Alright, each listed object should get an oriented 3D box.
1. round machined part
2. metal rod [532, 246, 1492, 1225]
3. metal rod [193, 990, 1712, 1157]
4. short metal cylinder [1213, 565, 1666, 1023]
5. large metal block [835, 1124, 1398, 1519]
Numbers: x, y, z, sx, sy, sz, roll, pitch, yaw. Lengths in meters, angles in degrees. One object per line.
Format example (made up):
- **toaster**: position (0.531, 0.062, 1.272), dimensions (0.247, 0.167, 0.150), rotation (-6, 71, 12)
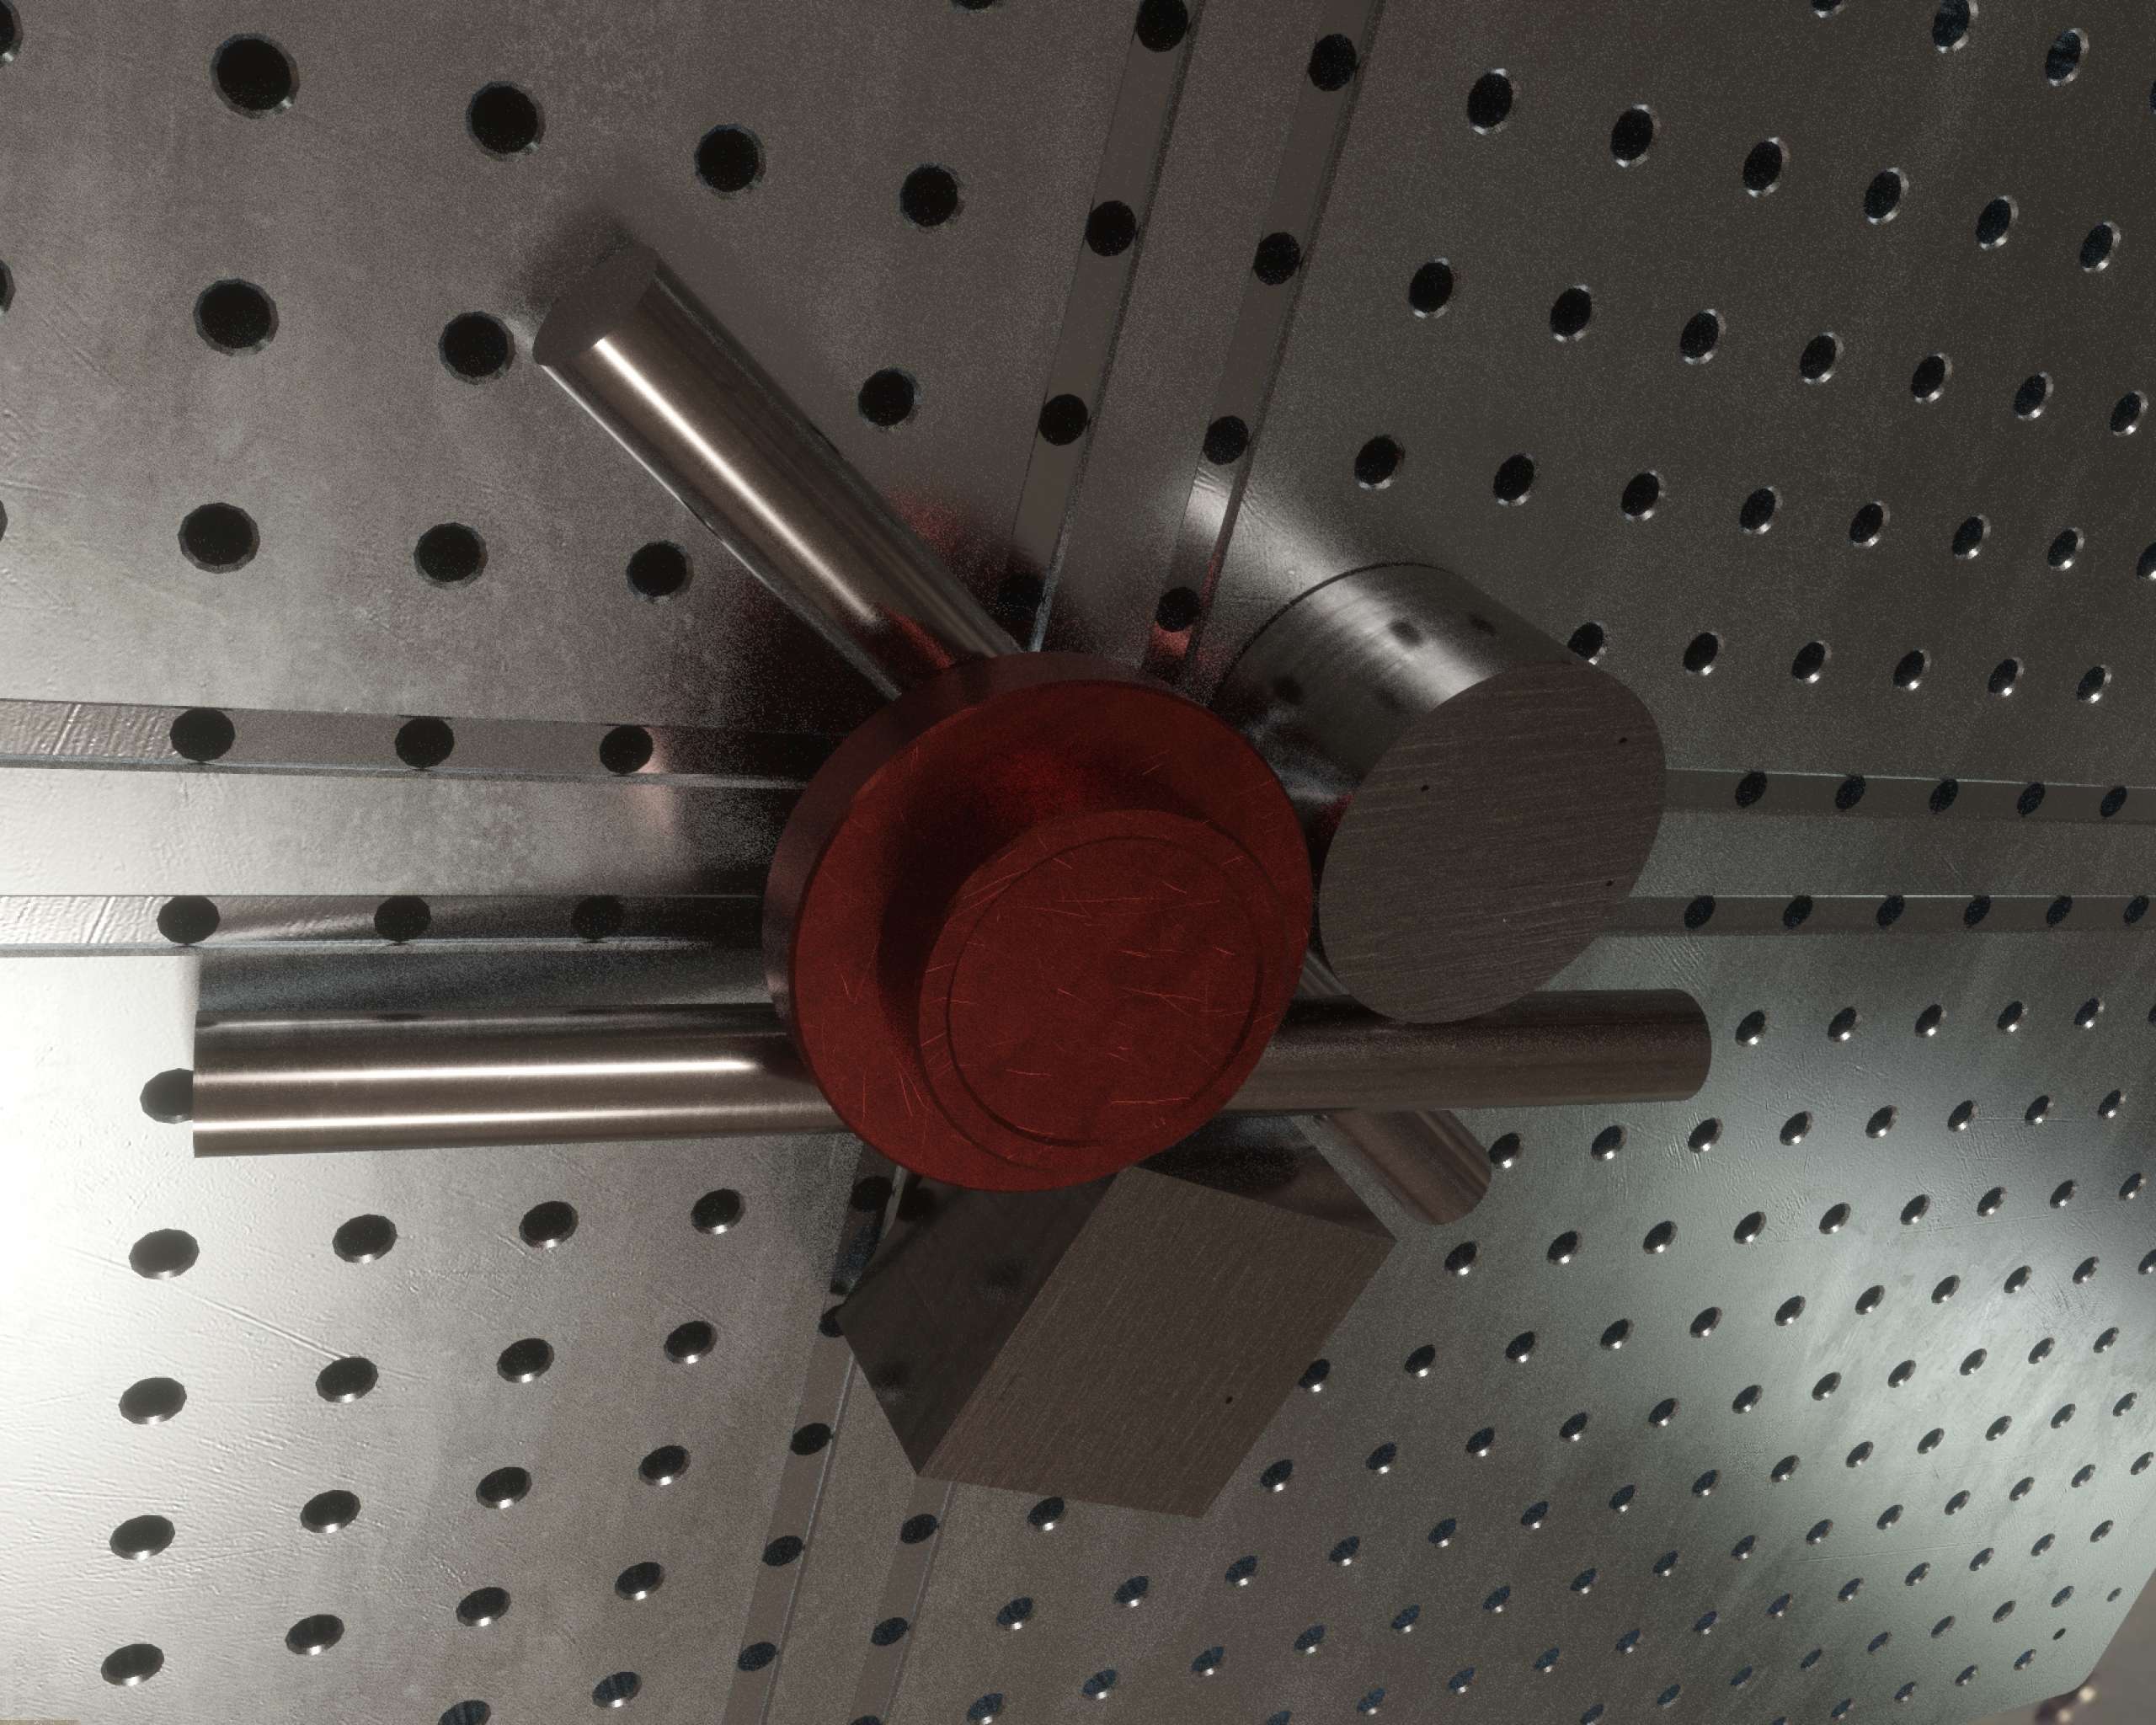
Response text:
- **round machined part**: position (-0.002, 0.015, 0.366), dimensions (0.099, 0.042, 0.097), rotation (-8, 113, -20)
- **metal rod**: position (0.008, -0.004, 0.415), dimensions (0.025, 0.025, 0.300), rotation (-44, 130, 2)
- **metal rod**: position (-0.009, 0.039, 0.408), dimensions (0.303, 0.025, 0.025), rotation (1, 118, -21)
- **short metal cylinder**: position (0.071, -0.014, 0.426), dimensions (0.081, 0.050, 0.079), rotation (-14, 125, -21)
- **large metal block**: position (0.008, 0.091, 0.454), dimensions (0.080, 0.050, 0.080), rotation (22, 107, -37)
